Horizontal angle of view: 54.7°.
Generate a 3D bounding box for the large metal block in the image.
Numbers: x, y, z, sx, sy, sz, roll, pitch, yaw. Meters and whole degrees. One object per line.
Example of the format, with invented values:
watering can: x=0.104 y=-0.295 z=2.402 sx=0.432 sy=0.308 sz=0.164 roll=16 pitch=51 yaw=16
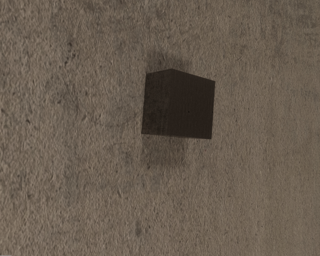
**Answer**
large metal block: x=0.026 y=-0.028 z=0.412 sx=0.081 sy=0.050 sz=0.080 roll=7 pitch=86 yaw=-40
